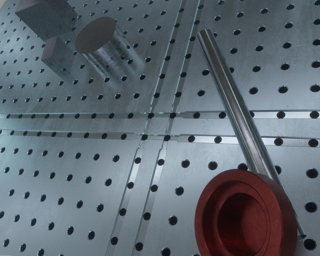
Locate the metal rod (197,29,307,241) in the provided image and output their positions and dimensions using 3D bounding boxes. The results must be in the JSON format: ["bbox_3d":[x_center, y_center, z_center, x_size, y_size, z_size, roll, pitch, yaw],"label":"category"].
[{"bbox_3d":[0.093,-0.017,0.369,0.025,0.025,0.299,-23,53,14],"label":"metal rod"}]

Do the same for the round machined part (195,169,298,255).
[{"bbox_3d":[0.080,0.089,0.283,0.098,0.042,0.098,-26,56,48],"label":"round machined part"}]

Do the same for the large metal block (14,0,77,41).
[{"bbox_3d":[-0.233,-0.237,0.641,0.080,0.080,0.050,-10,58,23],"label":"large metal block"}]

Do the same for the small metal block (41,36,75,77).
[{"bbox_3d":[-0.187,-0.132,0.571,0.025,0.050,0.050,-12,57,22],"label":"small metal block"}]

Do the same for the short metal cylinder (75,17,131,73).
[{"bbox_3d":[-0.097,-0.142,0.531,0.080,0.050,0.080,-13,56,21],"label":"short metal cylinder"}]
